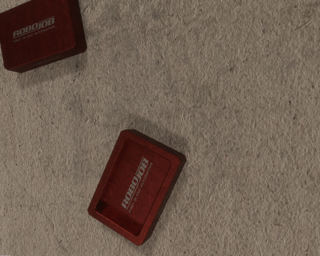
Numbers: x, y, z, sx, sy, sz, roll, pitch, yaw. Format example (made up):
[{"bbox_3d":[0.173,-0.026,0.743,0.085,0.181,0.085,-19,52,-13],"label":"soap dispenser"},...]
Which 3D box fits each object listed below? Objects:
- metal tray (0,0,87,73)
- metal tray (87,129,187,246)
[{"bbox_3d":[-0.181,-0.144,0.468,0.130,0.030,0.089,-13,86,19],"label":"metal tray"},{"bbox_3d":[-0.032,0.077,0.416,0.090,0.030,0.129,27,98,17],"label":"metal tray"}]
